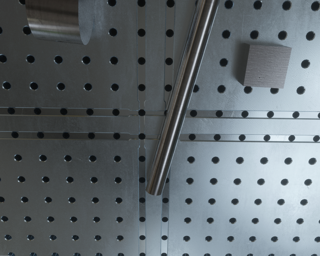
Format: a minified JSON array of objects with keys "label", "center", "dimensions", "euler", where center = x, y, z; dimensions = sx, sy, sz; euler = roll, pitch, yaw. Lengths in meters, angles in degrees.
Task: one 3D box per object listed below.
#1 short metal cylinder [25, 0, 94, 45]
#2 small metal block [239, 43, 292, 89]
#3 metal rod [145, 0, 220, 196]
[{"label":"short metal cylinder","center":[-0.104,-0.133,0.334],"dimensions":[0.050,0.080,0.079],"euler":[6,110,-3]},{"label":"small metal block","center":[0.130,-0.078,0.387],"dimensions":[0.050,0.025,0.050],"euler":[3,110,-2]},{"label":"metal rod","center":[0.028,-0.045,0.397],"dimensions":[0.025,0.025,0.298],"euler":[13,109,-5]}]
